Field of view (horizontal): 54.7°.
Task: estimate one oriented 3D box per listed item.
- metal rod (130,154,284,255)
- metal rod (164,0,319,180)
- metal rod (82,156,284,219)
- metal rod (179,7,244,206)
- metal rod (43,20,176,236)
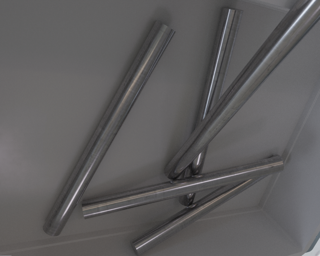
[{"bbox_3d":[0.090,0.116,0.503,0.302,0.025,0.025,-24,128,-24],"label":"metal rod"},{"bbox_3d":[0.074,-0.020,0.355,0.025,0.025,0.298,-1,145,-28],"label":"metal rod"},{"bbox_3d":[0.041,0.084,0.453,0.302,0.025,0.025,-11,124,-12],"label":"metal rod"},{"bbox_3d":[0.065,-0.011,0.436,0.025,0.025,0.298,-5,121,-26],"label":"metal rod"},{"bbox_3d":[-0.069,0.011,0.377,0.025,0.025,0.299,21,107,-36],"label":"metal rod"}]
